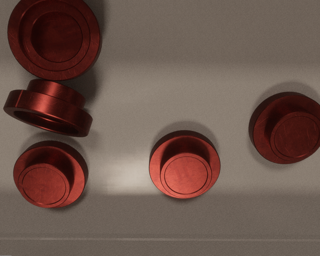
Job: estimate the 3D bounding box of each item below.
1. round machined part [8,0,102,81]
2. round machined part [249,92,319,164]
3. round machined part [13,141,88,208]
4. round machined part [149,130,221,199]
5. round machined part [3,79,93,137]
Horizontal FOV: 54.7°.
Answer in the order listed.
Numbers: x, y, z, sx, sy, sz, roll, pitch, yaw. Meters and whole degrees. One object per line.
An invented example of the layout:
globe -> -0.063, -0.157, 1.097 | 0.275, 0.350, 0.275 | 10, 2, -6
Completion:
round machined part -> -0.116, -0.103, 0.356 | 0.099, 0.042, 0.097 | -1, 99, -4
round machined part -> 0.171, 0.005, 0.406 | 0.099, 0.042, 0.097 | 0, 110, -1
round machined part -> -0.153, 0.070, 0.426 | 0.099, 0.042, 0.097 | 0, 110, -1
round machined part -> 0.034, 0.056, 0.423 | 0.099, 0.042, 0.097 | 0, 110, -1
round machined part -> -0.129, -0.025, 0.372 | 0.099, 0.098, 0.042 | 16, 74, -6
